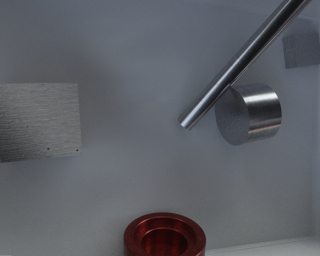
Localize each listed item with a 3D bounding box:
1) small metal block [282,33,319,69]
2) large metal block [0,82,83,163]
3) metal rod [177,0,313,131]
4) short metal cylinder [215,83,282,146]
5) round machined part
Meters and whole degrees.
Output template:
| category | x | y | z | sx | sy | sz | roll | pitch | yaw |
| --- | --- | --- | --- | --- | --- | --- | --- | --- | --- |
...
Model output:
| category | x | y | z | sx | sy | sz | roll | pitch | yaw |
| --- | --- | --- | --- | --- | --- | --- | --- | --- | --- |
| small metal block | 0.228 | -0.123 | 0.497 | 0.050 | 0.025 | 0.050 | -9 | 93 | -20 |
| large metal block | -0.134 | -0.008 | 0.348 | 0.081 | 0.050 | 0.079 | -4 | 92 | -20 |
| metal rod | 0.128 | -0.112 | 0.382 | 0.025 | 0.025 | 0.299 | 36 | 108 | -17 |
| short metal cylinder | 0.119 | -0.019 | 0.427 | 0.050 | 0.080 | 0.079 | -10 | 94 | -20 |
| round machined part | 0.005 | 0.148 | 0.377 | 0.099 | 0.098 | 0.042 | -5 | 109 | -20 |
